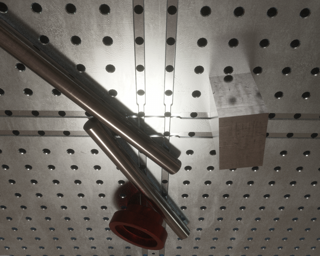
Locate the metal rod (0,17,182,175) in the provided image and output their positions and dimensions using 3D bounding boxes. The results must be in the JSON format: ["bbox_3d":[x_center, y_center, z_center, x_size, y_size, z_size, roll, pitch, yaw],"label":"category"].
[{"bbox_3d":[-0.078,-0.026,0.388,0.025,0.025,0.301,-35,123,25],"label":"metal rod"}]

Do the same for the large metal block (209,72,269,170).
[{"bbox_3d":[0.090,-0.009,0.370,0.050,0.080,0.080,-6,130,5],"label":"large metal block"}]

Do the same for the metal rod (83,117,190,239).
[{"bbox_3d":[-0.022,0.095,0.492,0.025,0.025,0.299,-21,127,17],"label":"metal rod"}]

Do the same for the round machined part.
[{"bbox_3d":[-0.033,0.165,0.526,0.098,0.042,0.097,15,142,12],"label":"round machined part"}]
